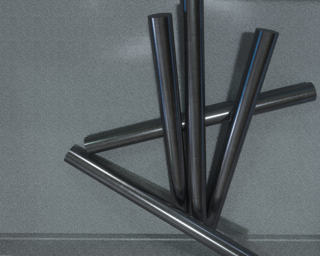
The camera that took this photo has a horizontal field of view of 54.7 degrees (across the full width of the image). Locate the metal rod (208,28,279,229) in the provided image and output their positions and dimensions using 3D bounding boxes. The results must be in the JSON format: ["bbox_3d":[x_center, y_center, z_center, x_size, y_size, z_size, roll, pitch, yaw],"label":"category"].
[{"bbox_3d":[0.093,0.026,0.400,0.025,0.025,0.298,8,118,-3],"label":"metal rod"}]

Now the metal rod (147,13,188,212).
[{"bbox_3d":[0.017,0.013,0.389,0.025,0.025,0.298,-7,120,2],"label":"metal rod"}]

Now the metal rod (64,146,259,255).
[{"bbox_3d":[0.006,0.111,0.417,0.301,0.025,0.025,30,108,2],"label":"metal rod"}]

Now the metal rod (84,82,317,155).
[{"bbox_3d":[0.049,-0.011,0.407,0.302,0.025,0.025,-14,110,4],"label":"metal rod"}]

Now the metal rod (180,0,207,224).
[{"bbox_3d":[0.044,-0.002,0.383,0.025,0.025,0.298,-4,113,1],"label":"metal rod"}]
